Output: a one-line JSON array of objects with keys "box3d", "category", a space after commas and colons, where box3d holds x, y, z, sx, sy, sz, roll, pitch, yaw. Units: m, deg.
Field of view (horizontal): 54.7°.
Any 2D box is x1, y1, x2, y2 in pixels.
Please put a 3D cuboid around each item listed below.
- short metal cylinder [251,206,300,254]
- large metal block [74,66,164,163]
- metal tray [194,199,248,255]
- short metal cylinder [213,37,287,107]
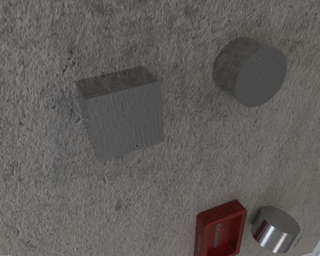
[{"box3d": [0.231, 0.203, 0.623, 0.081, 0.080, 0.050, 5, 116, -31], "category": "short metal cylinder"}, {"box3d": [-0.044, -0.017, 0.356, 0.081, 0.050, 0.079, -17, 126, -19], "category": "large metal block"}, {"box3d": [0.114, 0.205, 0.592, 0.091, 0.030, 0.129, -14, 125, -21], "category": "metal tray"}, {"box3d": [0.118, -0.074, 0.409, 0.081, 0.050, 0.079, -14, 124, -21], "category": "short metal cylinder"}]
